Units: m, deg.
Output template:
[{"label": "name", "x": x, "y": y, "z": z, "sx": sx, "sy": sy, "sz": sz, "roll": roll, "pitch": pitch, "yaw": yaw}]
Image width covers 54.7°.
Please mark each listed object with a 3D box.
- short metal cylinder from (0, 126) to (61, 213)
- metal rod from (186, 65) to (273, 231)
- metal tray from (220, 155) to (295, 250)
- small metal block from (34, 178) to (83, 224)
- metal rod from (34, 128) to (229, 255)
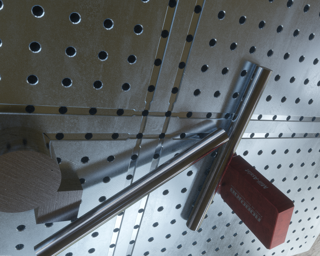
[{"label": "short metal cylinder", "x": -0.154, "y": 0.045, "z": 0.339, "sx": 0.081, "sy": 0.050, "sz": 0.079, "roll": -14, "pitch": 125, "yaw": -21}, {"label": "metal rod", "x": 0.104, "y": 0.045, "z": 0.497, "sx": 0.025, "sy": 0.025, "sz": 0.298, "roll": 5, "pitch": 116, "yaw": -31}, {"label": "metal tray", "x": 0.149, "y": 0.115, "z": 0.499, "sx": 0.030, "sy": 0.130, "sz": 0.089, "roll": -16, "pitch": 125, "yaw": -20}, {"label": "small metal block", "x": -0.131, "y": 0.093, "z": 0.398, "sx": 0.050, "sy": 0.025, "sz": 0.050, "roll": 3, "pitch": 117, "yaw": -30}, {"label": "metal rod", "x": -0.027, "y": 0.085, "z": 0.430, "sx": 0.302, "sy": 0.025, "sz": 0.025, "roll": -31, "pitch": 129, "yaw": -16}]
